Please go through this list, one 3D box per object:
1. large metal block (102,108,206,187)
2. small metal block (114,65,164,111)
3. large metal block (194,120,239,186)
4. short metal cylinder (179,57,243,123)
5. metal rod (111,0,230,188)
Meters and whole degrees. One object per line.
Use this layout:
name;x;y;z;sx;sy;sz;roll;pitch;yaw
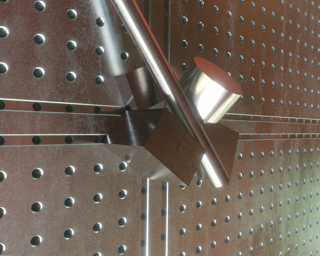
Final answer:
large metal block;-0.007;0.022;0.369;0.080;0.080;0.050;45;63;-31
small metal block;-0.023;-0.051;0.392;0.050;0.025;0.050;-31;109;-36
large metal block;0.063;0.034;0.448;0.080;0.050;0.080;22;76;-38
short metal cylinder;0.065;-0.052;0.421;0.081;0.080;0.050;11;127;-40
metal rod;0.007;-0.060;0.377;0.025;0.025;0.299;-35;100;-35
